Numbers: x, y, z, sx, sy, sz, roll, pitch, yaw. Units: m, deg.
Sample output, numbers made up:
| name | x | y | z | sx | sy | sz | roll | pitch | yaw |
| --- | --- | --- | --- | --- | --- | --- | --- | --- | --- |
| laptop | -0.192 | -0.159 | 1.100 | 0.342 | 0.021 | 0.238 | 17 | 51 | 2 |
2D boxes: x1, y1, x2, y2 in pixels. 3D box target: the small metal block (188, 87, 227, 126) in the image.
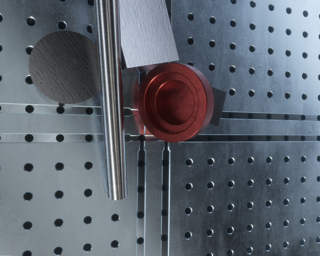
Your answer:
| name | x | y | z | sx | sy | sz | roll | pitch | yaw |
| --- | --- | --- | --- | --- | --- | --- | --- | --- | --- |
| small metal block | 0.060 | -0.033 | 0.436 | 0.050 | 0.025 | 0.050 | 17 | 84 | -20 |

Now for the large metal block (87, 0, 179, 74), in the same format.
| name | x | y | z | sx | sy | sz | roll | pitch | yaw |
| --- | --- | --- | --- | --- | --- | --- | --- | --- | --- |
| large metal block | -0.031 | -0.111 | 0.376 | 0.081 | 0.050 | 0.080 | -18 | 97 | -39 |

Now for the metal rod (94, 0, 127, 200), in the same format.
| name | x | y | z | sx | sy | sz | roll | pitch | yaw |
| --- | --- | --- | --- | --- | --- | --- | --- | --- | --- |
| metal rod | -0.054 | -0.053 | 0.340 | 0.025 | 0.025 | 0.298 | -8 | 113 | -20 |

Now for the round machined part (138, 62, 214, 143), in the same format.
| name | x | y | z | sx | sy | sz | roll | pitch | yaw |
| --- | --- | --- | --- | --- | --- | --- | --- | --- | --- |
| round machined part | 0.023 | -0.033 | 0.394 | 0.042 | 0.098 | 0.097 | -12 | 96 | -57 |

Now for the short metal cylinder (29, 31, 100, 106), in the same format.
| name | x | y | z | sx | sy | sz | roll | pitch | yaw |
| --- | --- | --- | --- | --- | --- | --- | --- | --- | --- |
| short metal cylinder | -0.108 | -0.066 | 0.360 | 0.081 | 0.050 | 0.079 | 0 | 90 | -20 |
